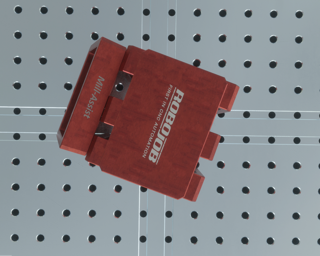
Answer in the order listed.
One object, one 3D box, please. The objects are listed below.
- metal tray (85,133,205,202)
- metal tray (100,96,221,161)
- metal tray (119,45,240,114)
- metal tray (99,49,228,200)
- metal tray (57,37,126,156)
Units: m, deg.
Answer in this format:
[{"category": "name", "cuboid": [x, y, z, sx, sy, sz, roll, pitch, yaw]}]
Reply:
[{"category": "metal tray", "cuboid": [-0.016, 0.044, 0.380, 0.131, 0.090, 0.030, 21, 91, 0]}, {"category": "metal tray", "cuboid": [0.000, 0.001, 0.380, 0.131, 0.090, 0.030, 20, 89, -1]}, {"category": "metal tray", "cuboid": [0.022, -0.055, 0.380, 0.131, 0.090, 0.030, 21, 91, 0]}, {"category": "metal tray", "cuboid": [0.003, -0.004, 0.320, 0.090, 0.030, 0.129, 21, 90, 0]}, {"category": "metal tray", "cuboid": [-0.087, -0.039, 0.378, 0.030, 0.090, 0.129, 21, 90, -22]}]
